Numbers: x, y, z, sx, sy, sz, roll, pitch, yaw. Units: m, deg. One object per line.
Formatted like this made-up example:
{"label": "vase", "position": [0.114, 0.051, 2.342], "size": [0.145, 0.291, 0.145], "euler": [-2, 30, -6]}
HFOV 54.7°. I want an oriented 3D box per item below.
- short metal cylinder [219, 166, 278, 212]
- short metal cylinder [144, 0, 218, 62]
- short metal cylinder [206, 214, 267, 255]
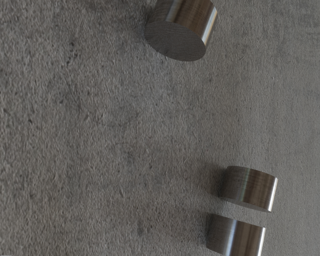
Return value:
{"label": "short metal cylinder", "position": [0.139, 0.096, 0.485], "size": [0.080, 0.080, 0.050], "euler": [29, 72, -37]}
{"label": "short metal cylinder", "position": [0.026, -0.128, 0.390], "size": [0.080, 0.080, 0.050], "euler": [32, 70, -36]}
{"label": "short metal cylinder", "position": [0.114, 0.164, 0.464], "size": [0.080, 0.080, 0.050], "euler": [25, 74, -37]}
